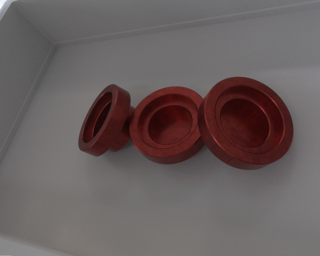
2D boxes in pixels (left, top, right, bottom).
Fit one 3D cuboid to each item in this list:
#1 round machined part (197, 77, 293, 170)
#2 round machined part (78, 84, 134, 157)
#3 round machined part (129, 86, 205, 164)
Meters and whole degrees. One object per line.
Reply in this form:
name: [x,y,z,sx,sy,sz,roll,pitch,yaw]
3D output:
round machined part: [0.086,-0.002,0.330,0.099,0.042,0.098,6,65,-13]
round machined part: [-0.067,-0.006,0.417,0.098,0.042,0.098,-39,36,36]
round machined part: [0.015,0.000,0.383,0.098,0.042,0.098,-10,58,16]
